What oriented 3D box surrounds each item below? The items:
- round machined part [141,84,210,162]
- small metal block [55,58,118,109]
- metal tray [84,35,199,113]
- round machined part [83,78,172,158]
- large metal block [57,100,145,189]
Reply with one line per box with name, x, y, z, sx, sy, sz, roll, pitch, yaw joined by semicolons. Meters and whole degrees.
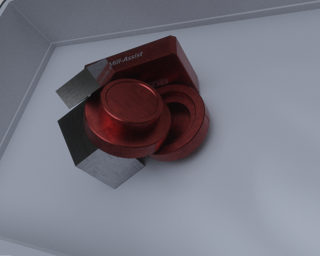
round machined part;0.015;-0.003;0.387;0.098;0.042;0.098;-13;56;20
small metal block;-0.084;-0.052;0.359;0.050;0.025;0.050;-30;12;24
metal tray;-0.024;-0.063;0.411;0.130;0.090;0.030;-14;57;20
round machined part;-0.034;-0.018;0.346;0.099;0.042;0.098;9;48;-10
large metal block;-0.074;0.020;0.394;0.050;0.080;0.080;-38;51;3
